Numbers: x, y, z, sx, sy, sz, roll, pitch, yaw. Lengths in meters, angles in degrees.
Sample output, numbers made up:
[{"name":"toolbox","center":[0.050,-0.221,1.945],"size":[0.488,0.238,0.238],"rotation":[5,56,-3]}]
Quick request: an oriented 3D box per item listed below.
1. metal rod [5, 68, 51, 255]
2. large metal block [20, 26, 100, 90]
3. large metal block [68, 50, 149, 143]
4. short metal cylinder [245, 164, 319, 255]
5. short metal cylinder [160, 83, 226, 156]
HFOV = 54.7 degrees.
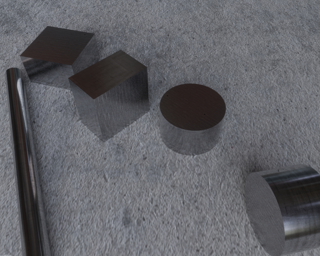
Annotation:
[{"name":"metal rod","center":[-0.167,0.026,0.380],"size":[0.025,0.025,0.300],"rotation":[-16,52,-13]},{"name":"large metal block","center":[-0.150,-0.108,0.477],"size":[0.080,0.050,0.080],"rotation":[12,51,10]},{"name":"large metal block","center":[-0.062,-0.041,0.402],"size":[0.080,0.080,0.050],"rotation":[-37,59,-27]},{"name":"short metal cylinder","center":[0.123,0.079,0.302],"size":[0.050,0.080,0.080],"rotation":[-9,51,-7]},{"name":"short metal cylinder","center":[0.040,-0.012,0.397],"size":[0.081,0.050,0.080],"rotation":[0,50,0]}]
